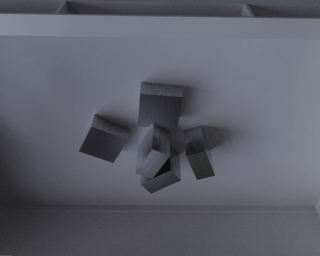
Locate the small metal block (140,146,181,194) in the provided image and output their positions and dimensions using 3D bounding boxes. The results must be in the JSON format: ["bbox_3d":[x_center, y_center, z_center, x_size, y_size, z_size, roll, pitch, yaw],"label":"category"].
[{"bbox_3d":[0.001,0.058,0.442,0.050,0.050,0.025,-28,125,21],"label":"small metal block"}]

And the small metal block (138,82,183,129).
[{"bbox_3d":[0.000,-0.027,0.386,0.050,0.025,0.050,4,130,-4],"label":"small metal block"}]

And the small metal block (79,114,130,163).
[{"bbox_3d":[-0.076,0.016,0.422,0.050,0.025,0.050,22,127,-18],"label":"small metal block"}]

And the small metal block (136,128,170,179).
[{"bbox_3d":[-0.010,0.031,0.419,0.025,0.050,0.050,22,127,-17],"label":"small metal block"}]

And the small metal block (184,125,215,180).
[{"bbox_3d":[0.053,0.034,0.422,0.025,0.050,0.050,-16,129,13],"label":"small metal block"}]
